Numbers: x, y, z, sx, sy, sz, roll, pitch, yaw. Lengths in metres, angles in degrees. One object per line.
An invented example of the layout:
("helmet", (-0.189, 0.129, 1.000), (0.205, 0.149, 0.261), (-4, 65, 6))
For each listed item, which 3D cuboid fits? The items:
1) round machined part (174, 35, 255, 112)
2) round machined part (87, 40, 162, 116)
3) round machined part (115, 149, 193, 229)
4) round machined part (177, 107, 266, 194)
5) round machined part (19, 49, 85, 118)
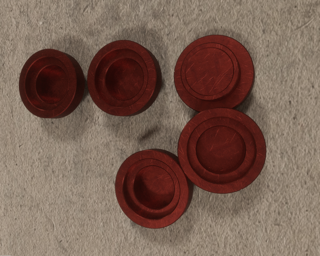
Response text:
("round machined part", (0.063, -0.065, 0.377), (0.098, 0.042, 0.097), (0, 90, 19))
("round machined part", (-0.044, -0.064, 0.414), (0.098, 0.042, 0.097), (0, 90, 19))
("round machined part", (-0.005, 0.075, 0.400), (0.098, 0.042, 0.097), (0, 91, 20))
("round machined part", (0.072, 0.025, 0.368), (0.099, 0.042, 0.097), (0, 90, 8))
("round machined part", (-0.152, -0.062, 0.452), (0.098, 0.042, 0.097), (0, 90, 19))
